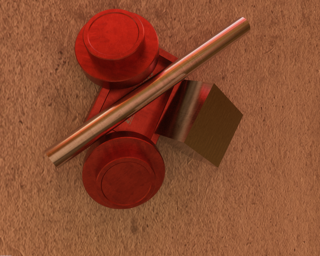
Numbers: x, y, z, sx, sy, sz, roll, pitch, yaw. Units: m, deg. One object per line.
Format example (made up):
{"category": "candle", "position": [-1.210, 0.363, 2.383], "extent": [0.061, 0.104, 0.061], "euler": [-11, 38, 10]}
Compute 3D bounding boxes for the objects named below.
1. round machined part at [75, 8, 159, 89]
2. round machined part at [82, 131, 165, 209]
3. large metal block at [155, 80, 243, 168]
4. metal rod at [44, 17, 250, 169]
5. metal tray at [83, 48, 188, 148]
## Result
{"category": "round machined part", "position": [-0.051, -0.098, 0.361], "extent": [0.099, 0.042, 0.098], "euler": [0, 71, 1]}
{"category": "round machined part", "position": [-0.041, 0.056, 0.368], "extent": [0.099, 0.042, 0.097], "euler": [-4, 111, -11]}
{"category": "large metal block", "position": [0.053, -0.005, 0.402], "extent": [0.080, 0.050, 0.080], "euler": [36, 77, -41]}
{"category": "metal rod", "position": [-0.002, -0.052, 0.378], "extent": [0.301, 0.025, 0.025], "euler": [-37, 102, -16]}
{"category": "metal tray", "position": [-0.029, -0.043, 0.397], "extent": [0.090, 0.030, 0.130], "euler": [26, 81, -18]}
